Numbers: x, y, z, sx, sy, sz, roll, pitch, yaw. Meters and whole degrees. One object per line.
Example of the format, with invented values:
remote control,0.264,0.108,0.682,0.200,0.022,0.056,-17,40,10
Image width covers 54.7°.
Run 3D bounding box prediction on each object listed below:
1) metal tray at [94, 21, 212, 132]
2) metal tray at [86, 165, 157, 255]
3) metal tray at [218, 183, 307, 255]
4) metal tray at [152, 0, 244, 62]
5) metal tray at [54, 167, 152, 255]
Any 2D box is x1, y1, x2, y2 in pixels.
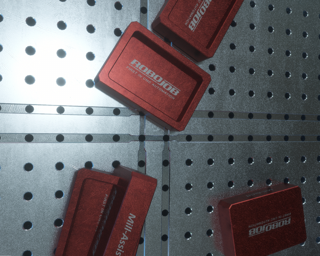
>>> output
metal tray,-0.007,-0.064,0.408,0.130,0.030,0.090,32,79,-18
metal tray,-0.050,0.112,0.359,0.030,0.090,0.130,22,82,-17
metal tray,0.158,0.142,0.470,0.131,0.030,0.089,-9,93,-20
metal tray,0.059,-0.171,0.432,0.090,0.030,0.130,32,79,-18
metal tray,-0.068,0.120,0.372,0.091,0.030,0.129,15,85,-4
